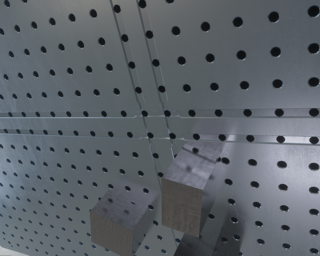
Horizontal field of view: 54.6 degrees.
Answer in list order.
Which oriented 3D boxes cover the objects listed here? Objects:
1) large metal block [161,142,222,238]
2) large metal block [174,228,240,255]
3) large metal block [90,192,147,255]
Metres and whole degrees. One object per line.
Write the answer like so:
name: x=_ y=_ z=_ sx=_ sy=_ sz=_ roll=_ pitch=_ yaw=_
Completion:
large metal block: x=0.042 y=0.078 z=0.402 sx=0.050 sy=0.080 sz=0.080 roll=13 pitch=124 yaw=21
large metal block: x=0.064 y=0.206 z=0.469 sx=0.080 sy=0.080 sz=0.050 roll=-29 pitch=103 yaw=37
large metal block: x=-0.072 y=0.170 z=0.539 sx=0.080 sy=0.050 sz=0.079 roll=18 pitch=126 yaw=17
